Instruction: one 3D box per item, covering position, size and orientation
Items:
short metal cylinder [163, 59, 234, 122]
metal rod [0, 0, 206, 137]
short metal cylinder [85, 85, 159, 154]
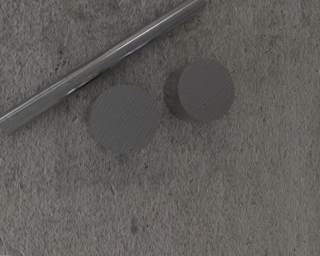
[{"bbox_3d":[0.051,-0.048,0.415,0.081,0.050,0.080,0,90,-20],"label":"short metal cylinder"},{"bbox_3d":[-0.060,-0.088,0.386,0.301,0.025,0.025,-37,102,-16],"label":"metal rod"},{"bbox_3d":[-0.048,-0.010,0.378,0.081,0.050,0.080,0,90,-20],"label":"short metal cylinder"}]
